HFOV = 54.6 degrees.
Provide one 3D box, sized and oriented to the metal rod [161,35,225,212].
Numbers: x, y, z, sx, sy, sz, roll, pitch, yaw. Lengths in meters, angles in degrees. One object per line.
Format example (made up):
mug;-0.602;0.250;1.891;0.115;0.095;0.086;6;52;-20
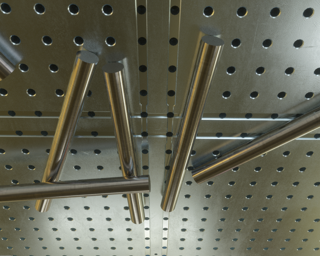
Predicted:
metal rod;0.035;0.019;0.427;0.025;0.025;0.298;6;130;-6

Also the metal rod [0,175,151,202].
metal rod;-0.165;0.092;0.453;0.301;0.025;0.025;-5;130;4

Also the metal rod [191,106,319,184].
metal rod;0.174;0.005;0.416;0.300;0.025;0.025;-30;124;23

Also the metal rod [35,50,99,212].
metal rod;-0.138;0.026;0.432;0.025;0.025;0.298;18;128;-15

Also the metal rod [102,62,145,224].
metal rod;-0.046;0.045;0.448;0.025;0.025;0.298;-2;130;2

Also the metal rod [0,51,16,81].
metal rod;-0.253;-0.160;0.273;0.025;0.025;0.300;-25;126;20
